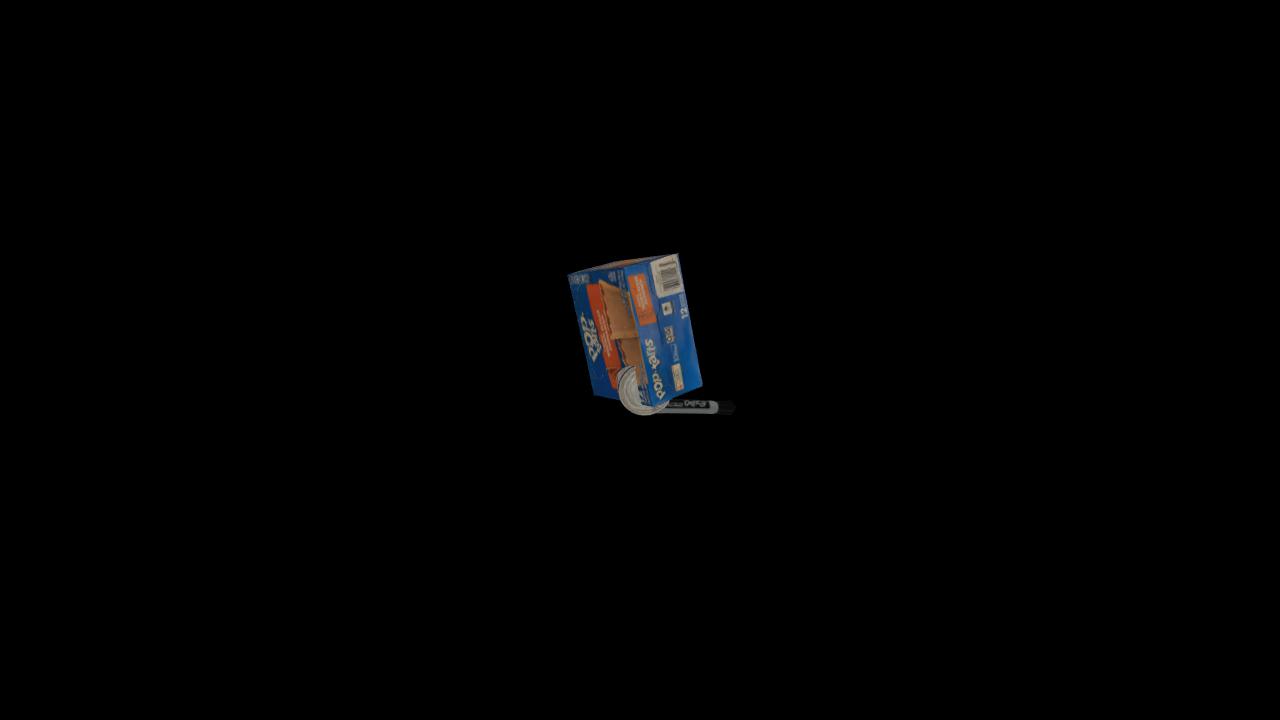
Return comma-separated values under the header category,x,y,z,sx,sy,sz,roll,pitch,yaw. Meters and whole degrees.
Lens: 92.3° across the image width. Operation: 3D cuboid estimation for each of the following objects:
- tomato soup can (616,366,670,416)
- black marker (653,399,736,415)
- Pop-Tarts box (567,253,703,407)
category,x,y,z,sx,sy,sz,roll,pitch,yaw
tomato soup can,0.003,0.023,0.768,0.068,0.068,0.101,0,14,-6
black marker,0.066,0.058,0.763,0.121,0.020,0.020,4,-2,-26
Pop-Tarts box,-0.009,-0.039,0.769,0.083,0.167,0.141,-18,14,-31
